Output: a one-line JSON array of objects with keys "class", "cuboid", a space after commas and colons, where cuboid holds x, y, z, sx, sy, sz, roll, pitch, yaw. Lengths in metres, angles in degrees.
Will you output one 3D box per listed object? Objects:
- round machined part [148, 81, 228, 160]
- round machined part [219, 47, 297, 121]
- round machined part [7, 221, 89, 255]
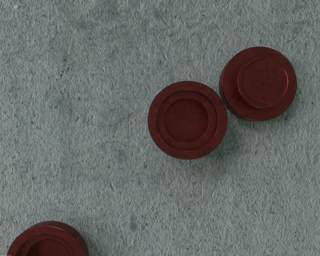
[{"class": "round machined part", "cuboid": [0.034, -0.010, 0.402, 0.099, 0.042, 0.097, 0, 90, 0]}, {"class": "round machined part", "cuboid": [0.130, -0.058, 0.402, 0.099, 0.042, 0.097, 0, 90, 0]}, {"class": "round machined part", "cuboid": [-0.140, 0.168, 0.400, 0.099, 0.042, 0.097, 0, 90, 0]}]
